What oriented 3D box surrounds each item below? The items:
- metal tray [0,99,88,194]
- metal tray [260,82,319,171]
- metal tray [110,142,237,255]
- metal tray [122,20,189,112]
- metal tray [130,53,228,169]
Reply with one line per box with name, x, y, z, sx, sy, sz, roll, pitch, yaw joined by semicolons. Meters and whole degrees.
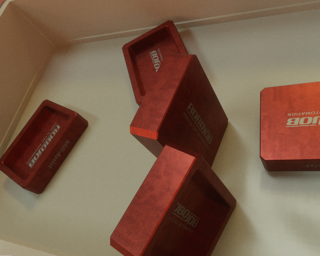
metal tray;-0.182;0.025;0.480;0.090;0.030;0.130;21;73;35
metal tray;0.172;-0.004;0.315;0.130;0.030;0.090;-4;60;25
metal tray;0.022;0.081;0.276;0.030;0.130;0.090;21;73;36
metal tray;-0.001;-0.093;0.458;0.090;0.030;0.130;-26;53;12
metal tray;0.028;-0.003;0.325;0.030;0.130;0.090;12;68;33
